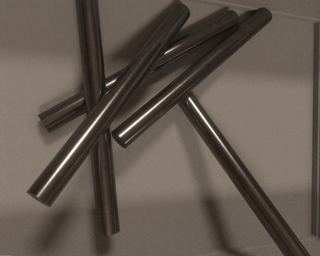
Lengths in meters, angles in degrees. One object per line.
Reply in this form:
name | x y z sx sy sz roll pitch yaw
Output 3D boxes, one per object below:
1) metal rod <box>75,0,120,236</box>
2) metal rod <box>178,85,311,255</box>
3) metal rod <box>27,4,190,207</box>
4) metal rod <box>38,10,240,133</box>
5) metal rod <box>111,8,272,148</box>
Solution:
metal rod | -0.073 -0.028 0.356 0.025 0.025 0.298 -6 91 -20
metal rod | 0.107 0.069 0.386 0.025 0.025 0.299 -29 75 -18
metal rod | -0.040 -0.047 0.352 0.025 0.025 0.301 41 60 -16
metal rod | -0.014 -0.082 0.406 0.302 0.025 0.025 -33 101 -17
metal rod | 0.056 -0.079 0.412 0.301 0.025 0.025 -42 104 -23
